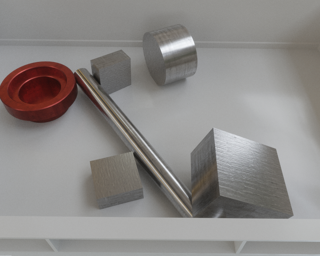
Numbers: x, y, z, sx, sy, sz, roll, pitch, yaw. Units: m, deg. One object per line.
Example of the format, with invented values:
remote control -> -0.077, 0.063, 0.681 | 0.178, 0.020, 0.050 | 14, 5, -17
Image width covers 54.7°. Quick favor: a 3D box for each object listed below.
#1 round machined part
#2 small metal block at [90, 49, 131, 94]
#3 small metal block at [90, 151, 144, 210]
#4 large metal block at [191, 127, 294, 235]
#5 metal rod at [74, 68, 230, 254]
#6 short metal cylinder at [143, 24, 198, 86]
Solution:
round machined part -> -0.164, -0.046, 0.430 | 0.099, 0.042, 0.098 | 0, 50, 0
small metal block -> -0.071, -0.080, 0.454 | 0.050, 0.050, 0.025 | -27, 56, -25
small metal block -> -0.050, 0.059, 0.355 | 0.050, 0.025, 0.050 | -12, 51, -10
large metal block -> 0.080, 0.056, 0.323 | 0.081, 0.050, 0.080 | 18, 46, -16
metal rod -> -0.028, 0.020, 0.380 | 0.025, 0.025, 0.300 | -29, 58, -22
short metal cylinder -> 0.013, -0.108, 0.461 | 0.050, 0.080, 0.080 | -20, 53, -17
